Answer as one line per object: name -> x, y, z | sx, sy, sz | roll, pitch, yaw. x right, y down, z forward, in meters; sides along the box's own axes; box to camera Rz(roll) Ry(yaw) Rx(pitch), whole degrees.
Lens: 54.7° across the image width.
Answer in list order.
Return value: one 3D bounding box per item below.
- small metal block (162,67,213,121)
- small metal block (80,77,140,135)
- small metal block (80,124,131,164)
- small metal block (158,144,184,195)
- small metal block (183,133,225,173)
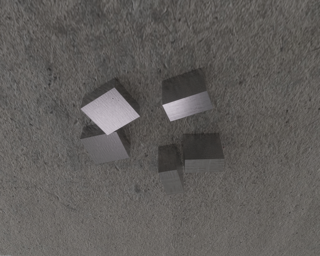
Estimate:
small metal block -> 0.031, -0.039, 0.357 | 0.050, 0.050, 0.025 | -17, 128, 14
small metal block -> -0.060, -0.026, 0.382 | 0.050, 0.025, 0.050 | -29, 125, 16
small metal block -> -0.073, 0.020, 0.423 | 0.050, 0.025, 0.050 | -12, 130, 10
small metal block -> 0.016, 0.059, 0.441 | 0.025, 0.050, 0.050 | -11, 129, 9
small metal block -> 0.057, 0.033, 0.419 | 0.050, 0.050, 0.025 | -1, 130, 1
